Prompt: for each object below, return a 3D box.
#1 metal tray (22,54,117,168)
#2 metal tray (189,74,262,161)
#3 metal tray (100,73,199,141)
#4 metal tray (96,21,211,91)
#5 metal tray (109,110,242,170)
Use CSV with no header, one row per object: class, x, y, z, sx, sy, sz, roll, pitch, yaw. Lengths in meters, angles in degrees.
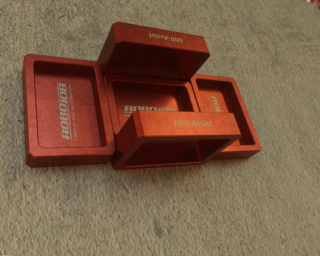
metal tray,-0.107,-0.022,0.358,0.091,0.030,0.130,0,62,-28
metal tray,0.089,-0.018,0.463,0.091,0.030,0.130,0,62,-28
metal tray,-0.010,-0.022,0.411,0.131,0.030,0.090,1,61,-28
metal tray,-0.011,-0.089,0.414,0.131,0.090,0.030,0,62,-29
metal tray,0.017,0.016,0.362,0.131,0.090,0.030,0,62,-29
